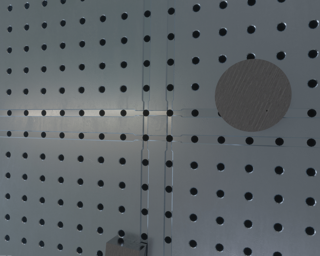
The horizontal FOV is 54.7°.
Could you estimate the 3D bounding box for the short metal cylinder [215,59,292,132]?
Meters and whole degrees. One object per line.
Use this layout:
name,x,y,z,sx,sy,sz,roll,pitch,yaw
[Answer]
short metal cylinder,0.109,-0.036,0.361,0.080,0.050,0.079,0,90,19

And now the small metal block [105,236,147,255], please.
small metal block,-0.048,0.185,0.430,0.050,0.025,0.050,6,92,19
